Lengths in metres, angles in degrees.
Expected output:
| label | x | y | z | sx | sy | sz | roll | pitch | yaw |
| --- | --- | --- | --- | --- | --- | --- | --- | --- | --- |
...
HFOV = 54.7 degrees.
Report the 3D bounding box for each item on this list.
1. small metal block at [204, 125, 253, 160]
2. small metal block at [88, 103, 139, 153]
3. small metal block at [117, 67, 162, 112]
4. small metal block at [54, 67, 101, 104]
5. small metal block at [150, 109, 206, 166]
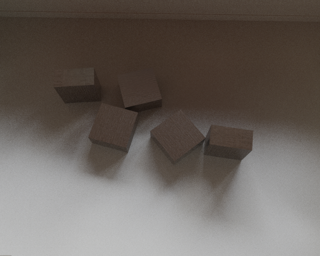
| label | x | y | z | sx | sy | sz | roll | pitch | yaw |
| --- | --- | --- | --- | --- | --- | --- | --- | --- | --- |
| small metal block | 0.085 | 0.019 | 0.390 | 0.050 | 0.050 | 0.025 | 8 | 70 | 2 |
| small metal block | -0.060 | 0.000 | 0.409 | 0.050 | 0.025 | 0.050 | 15 | 71 | 5 |
| small metal block | -0.028 | -0.051 | 0.428 | 0.050 | 0.025 | 0.050 | -14 | 71 | -6 |
| small metal block | -0.109 | -0.056 | 0.416 | 0.050 | 0.050 | 0.025 | -4 | 70 | -2 |
| small metal block | 0.023 | 0.012 | 0.405 | 0.050 | 0.025 | 0.050 | -36 | 74 | -12 |
